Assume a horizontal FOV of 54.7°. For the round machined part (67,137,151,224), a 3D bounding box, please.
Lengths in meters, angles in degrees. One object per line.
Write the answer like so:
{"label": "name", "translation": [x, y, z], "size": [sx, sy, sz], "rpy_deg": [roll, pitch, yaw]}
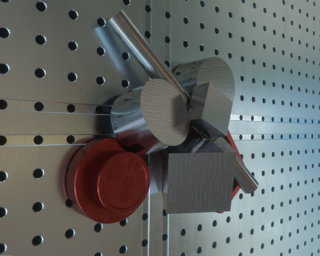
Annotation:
{"label": "round machined part", "translation": [-0.050, 0.059, 0.351], "size": [0.099, 0.042, 0.097], "rpy_deg": [0, 90, -40]}

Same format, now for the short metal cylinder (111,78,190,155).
{"label": "short metal cylinder", "translation": [-0.010, -0.012, 0.365], "size": [0.080, 0.050, 0.080], "rpy_deg": [22, 58, -41]}

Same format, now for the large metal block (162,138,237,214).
{"label": "large metal block", "translation": [0.046, 0.059, 0.393], "size": [0.081, 0.050, 0.079], "rpy_deg": [-1, 107, -7]}

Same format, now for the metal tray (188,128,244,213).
{"label": "metal tray", "translation": [0.080, 0.052, 0.468], "size": [0.090, 0.030, 0.130], "rpy_deg": [-44, 117, -31]}

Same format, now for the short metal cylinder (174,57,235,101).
{"label": "short metal cylinder", "translation": [0.062, -0.057, 0.441], "size": [0.081, 0.050, 0.079], "rpy_deg": [0, 90, -40]}

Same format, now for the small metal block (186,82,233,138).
{"label": "small metal block", "translation": [0.063, -0.021, 0.389], "size": [0.050, 0.025, 0.050], "rpy_deg": [33, 62, -35]}

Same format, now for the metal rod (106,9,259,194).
{"label": "metal rod", "translation": [0.040, -0.022, 0.406], "size": [0.300, 0.025, 0.025], "rpy_deg": [49, 60, -18]}
